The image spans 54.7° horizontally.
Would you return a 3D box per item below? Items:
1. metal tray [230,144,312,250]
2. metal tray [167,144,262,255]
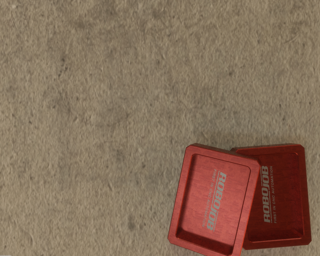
[{"bbox_3d":[0.144,0.088,0.409,0.091,0.030,0.129,-4,90,-1],"label":"metal tray"},{"bbox_3d":[0.067,0.091,0.388,0.090,0.030,0.129,13,96,19],"label":"metal tray"}]
